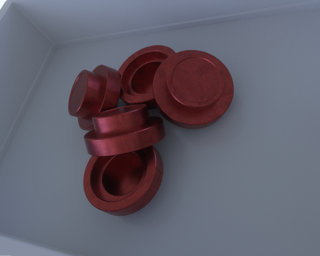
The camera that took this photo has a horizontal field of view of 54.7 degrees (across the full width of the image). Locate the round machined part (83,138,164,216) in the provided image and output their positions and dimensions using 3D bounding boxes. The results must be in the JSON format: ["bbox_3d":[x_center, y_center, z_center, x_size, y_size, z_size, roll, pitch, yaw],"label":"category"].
[{"bbox_3d":[-0.040,0.059,0.377,0.098,0.042,0.098,-13,56,21],"label":"round machined part"}]

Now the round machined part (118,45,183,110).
[{"bbox_3d":[-0.011,-0.066,0.438,0.098,0.042,0.098,-13,56,21],"label":"round machined part"}]

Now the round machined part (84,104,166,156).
[{"bbox_3d":[-0.045,-0.002,0.381,0.098,0.098,0.042,-6,103,25],"label":"round machined part"}]

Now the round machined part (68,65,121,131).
[{"bbox_3d":[-0.099,-0.045,0.444,0.098,0.042,0.098,-29,53,48],"label":"round machined part"}]

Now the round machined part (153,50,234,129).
[{"bbox_3d":[0.041,-0.051,0.374,0.099,0.042,0.098,1,76,-3],"label":"round machined part"}]
